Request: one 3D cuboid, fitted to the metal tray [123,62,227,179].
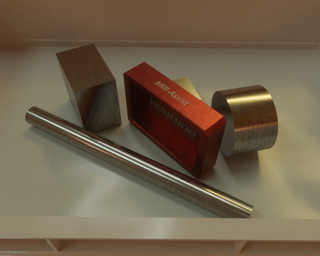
[{"bbox_3d":[0.012,-0.009,0.368,0.030,0.089,0.130,-36,59,-27],"label":"metal tray"}]

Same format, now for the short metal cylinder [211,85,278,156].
[{"bbox_3d":[0.099,-0.009,0.376,0.050,0.080,0.080,-10,51,-7],"label":"short metal cylinder"}]

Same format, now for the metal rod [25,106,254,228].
[{"bbox_3d":[-0.039,0.038,0.371,0.301,0.025,0.025,23,54,17],"label":"metal rod"}]

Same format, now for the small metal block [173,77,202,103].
[{"bbox_3d":[0.024,-0.042,0.437,0.050,0.025,0.050,-15,52,-13],"label":"small metal block"}]

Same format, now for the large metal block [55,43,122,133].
[{"bbox_3d":[-0.093,-0.050,0.409,0.050,0.080,0.080,-21,53,-17],"label":"large metal block"}]
